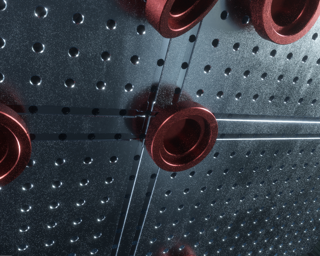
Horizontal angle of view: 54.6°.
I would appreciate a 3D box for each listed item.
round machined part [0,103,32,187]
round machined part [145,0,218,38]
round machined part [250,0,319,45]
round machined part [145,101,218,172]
[{"bbox_3d":[-0.183,0.014,0.308,0.099,0.042,0.097,-14,124,-21],"label":"round machined part"},{"bbox_3d":[0.022,-0.141,0.304,0.098,0.042,0.098,-40,168,-11],"label":"round machined part"},{"bbox_3d":[0.153,-0.158,0.385,0.099,0.042,0.097,-14,124,-21],"label":"round machined part"},{"bbox_3d":[0.025,0.008,0.418,0.099,0.042,0.097,-14,124,-21],"label":"round machined part"}]
